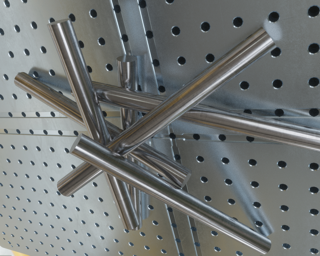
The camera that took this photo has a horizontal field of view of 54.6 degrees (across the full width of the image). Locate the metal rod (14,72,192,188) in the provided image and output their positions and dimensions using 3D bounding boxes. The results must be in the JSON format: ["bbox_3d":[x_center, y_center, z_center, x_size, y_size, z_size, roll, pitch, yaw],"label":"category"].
[{"bbox_3d":[-0.091,-0.006,0.430,0.300,0.025,0.025,29,129,19],"label":"metal rod"}]

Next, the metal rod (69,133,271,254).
[{"bbox_3d":[0.029,0.091,0.384,0.301,0.025,0.025,32,132,-21],"label":"metal rod"}]

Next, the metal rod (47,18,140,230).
[{"bbox_3d":[-0.074,0.017,0.394,0.025,0.025,0.299,3,123,27],"label":"metal rod"}]

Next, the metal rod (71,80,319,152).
[{"bbox_3d":[0.036,-0.018,0.360,0.301,0.025,0.025,13,124,13],"label":"metal rod"}]

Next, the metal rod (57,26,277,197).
[{"bbox_3d":[-0.009,-0.005,0.349,0.299,0.025,0.025,-36,99,20],"label":"metal rod"}]

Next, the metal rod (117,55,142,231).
[{"bbox_3d":[-0.042,0.041,0.459,0.025,0.025,0.298,14,124,20],"label":"metal rod"}]
